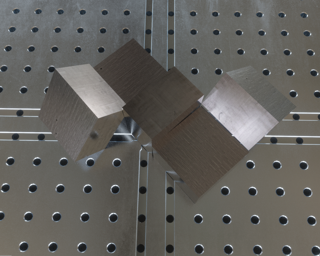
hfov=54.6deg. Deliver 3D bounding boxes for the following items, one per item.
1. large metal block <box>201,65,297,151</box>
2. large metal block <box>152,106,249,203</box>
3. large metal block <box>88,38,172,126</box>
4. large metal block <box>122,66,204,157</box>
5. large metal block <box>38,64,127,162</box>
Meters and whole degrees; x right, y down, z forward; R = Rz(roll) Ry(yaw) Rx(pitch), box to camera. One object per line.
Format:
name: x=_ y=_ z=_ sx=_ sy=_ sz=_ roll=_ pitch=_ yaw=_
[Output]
large metal block: x=0.112 y=-0.029 z=0.387 sx=0.080 sy=0.050 sz=0.081 roll=47 pitch=37 yaw=14
large metal block: x=0.048 y=0.034 z=0.386 sx=0.080 sy=0.050 sz=0.080 roll=-39 pitch=73 yaw=-13
large metal block: x=-0.039 y=-0.059 z=0.420 sx=0.080 sy=0.050 sz=0.080 roll=-40 pitch=76 yaw=-12
large metal block: x=0.003 y=-0.018 z=0.389 sx=0.080 sy=0.080 sz=0.050 roll=-40 pitch=76 yaw=-13
large metal block: x=-0.096 y=-0.020 z=0.382 sx=0.080 sy=0.080 sz=0.050 roll=47 pitch=38 yaw=15
